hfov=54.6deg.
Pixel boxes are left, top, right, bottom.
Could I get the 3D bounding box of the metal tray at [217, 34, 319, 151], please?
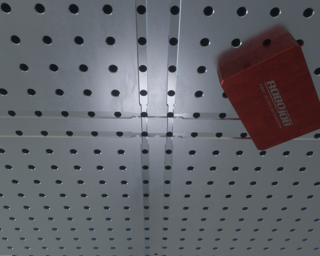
[{"bbox_3d":[0.138,-0.036,0.378,0.090,0.030,0.130,-25,126,20],"label":"metal tray"}]
